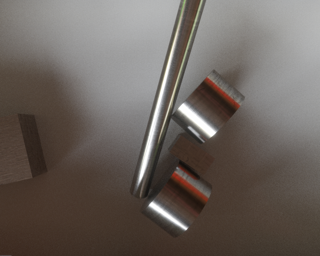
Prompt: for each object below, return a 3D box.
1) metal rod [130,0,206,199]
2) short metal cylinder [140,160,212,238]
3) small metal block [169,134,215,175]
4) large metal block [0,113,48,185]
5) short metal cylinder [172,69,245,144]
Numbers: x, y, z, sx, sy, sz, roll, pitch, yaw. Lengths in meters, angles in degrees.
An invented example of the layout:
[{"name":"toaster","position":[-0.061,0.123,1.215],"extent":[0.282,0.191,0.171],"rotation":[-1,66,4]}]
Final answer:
[{"name":"metal rod","position":[0.010,-0.045,0.354],"extent":[0.025,0.025,0.298],"rotation":[16,113,-1]},{"name":"short metal cylinder","position":[0.019,0.086,0.384],"extent":[0.050,0.080,0.080],"rotation":[38,90,-1]},{"name":"small metal block","position":[0.039,0.033,0.400],"extent":[0.050,0.050,0.025],"rotation":[34,90,-1]},{"name":"large metal block","position":[-0.201,0.030,0.396],"extent":[0.080,0.050,0.080],"rotation":[-13,90,-1]},{"name":"short metal cylinder","position":[0.058,-0.026,0.385],"extent":[0.050,0.080,0.080],"rotation":[42,90,-1]}]
